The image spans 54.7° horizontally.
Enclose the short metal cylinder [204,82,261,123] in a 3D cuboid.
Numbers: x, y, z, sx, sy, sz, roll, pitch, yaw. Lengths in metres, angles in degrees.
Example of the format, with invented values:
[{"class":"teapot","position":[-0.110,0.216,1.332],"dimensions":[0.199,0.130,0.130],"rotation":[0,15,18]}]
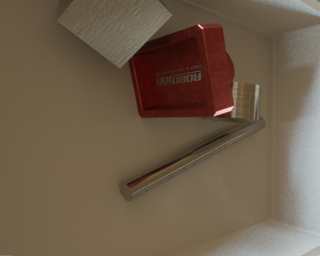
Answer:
[{"class":"short metal cylinder","position":[0.109,-0.036,0.465],"dimensions":[0.081,0.080,0.050],"rotation":[6,86,-40]}]

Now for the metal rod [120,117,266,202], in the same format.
[{"class":"metal rod","position":[0.069,0.034,0.467],"dimensions":[0.302,0.025,0.025],"rotation":[-21,104,-38]}]

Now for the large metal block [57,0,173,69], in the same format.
[{"class":"large metal block","position":[-0.048,-0.124,0.324],"dimensions":[0.080,0.050,0.080],"rotation":[-42,127,18]}]

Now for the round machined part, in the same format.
[{"class":"round machined part","position":[0.047,-0.080,0.418],"dimensions":[0.099,0.042,0.098],"rotation":[12,56,-18]}]

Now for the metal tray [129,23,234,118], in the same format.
[{"class":"metal tray","position":[0.018,-0.059,0.354],"dimensions":[0.030,0.130,0.089],"rotation":[-18,102,-38]}]
